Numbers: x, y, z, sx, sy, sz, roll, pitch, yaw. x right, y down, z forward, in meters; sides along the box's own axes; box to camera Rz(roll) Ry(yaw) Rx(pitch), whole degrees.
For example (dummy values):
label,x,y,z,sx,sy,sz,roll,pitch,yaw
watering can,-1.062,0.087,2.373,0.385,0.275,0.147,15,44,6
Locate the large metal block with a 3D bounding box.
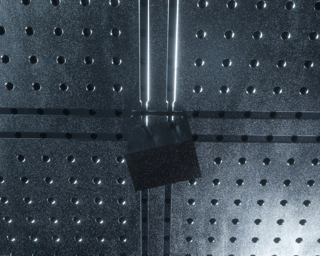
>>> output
label,x,y,z,sx,sy,sz,roll,pitch,yaw
large metal block,0.004,0.030,0.395,0.080,0.080,0.050,-13,110,5
